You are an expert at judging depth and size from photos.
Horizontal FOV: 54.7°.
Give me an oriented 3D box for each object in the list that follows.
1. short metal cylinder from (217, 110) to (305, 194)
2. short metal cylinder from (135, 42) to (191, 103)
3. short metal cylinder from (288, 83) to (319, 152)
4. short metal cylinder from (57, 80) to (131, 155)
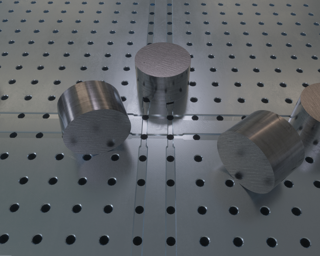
[{"bbox_3d":[0.112,0.026,0.350,0.050,0.080,0.080,-31,57,-23],"label":"short metal cylinder"},{"bbox_3d":[0.004,-0.083,0.461,0.081,0.050,0.080,0,50,0],"label":"short metal cylinder"},{"bbox_3d":[0.217,-0.014,0.404,0.081,0.050,0.080,0,50,0],"label":"short metal cylinder"},{"bbox_3d":[-0.081,-0.011,0.381,0.081,0.080,0.050,-15,52,-13],"label":"short metal cylinder"}]
